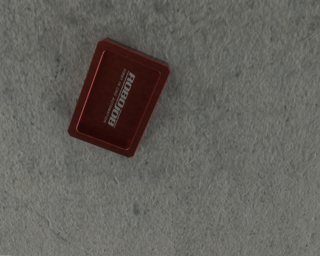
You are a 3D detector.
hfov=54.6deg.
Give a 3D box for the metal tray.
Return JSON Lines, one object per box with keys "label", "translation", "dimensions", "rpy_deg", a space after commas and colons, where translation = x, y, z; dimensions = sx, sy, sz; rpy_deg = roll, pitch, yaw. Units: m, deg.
{"label": "metal tray", "translation": [-0.052, -0.036, 0.393], "dimensions": [0.090, 0.030, 0.129], "rpy_deg": [22, 109, -8]}
